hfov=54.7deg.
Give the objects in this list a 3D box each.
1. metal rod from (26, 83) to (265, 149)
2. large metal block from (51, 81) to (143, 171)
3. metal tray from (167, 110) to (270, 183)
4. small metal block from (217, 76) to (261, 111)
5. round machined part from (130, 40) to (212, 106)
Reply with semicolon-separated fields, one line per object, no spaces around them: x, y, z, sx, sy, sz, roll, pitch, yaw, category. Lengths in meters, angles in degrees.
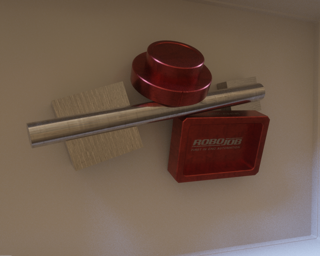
0.006;-0.022;0.365;0.303;0.025;0.025;-12;95;-27;metal rod
-0.076;-0.003;0.367;0.081;0.050;0.080;-19;97;-19;large metal block
0.080;0.023;0.422;0.131;0.030;0.089;-2;110;-21;metal tray
0.116;-0.045;0.453;0.050;0.025;0.050;-12;94;-20;small metal block
0.016;-0.072;0.375;0.099;0.098;0.042;-5;132;-20;round machined part
